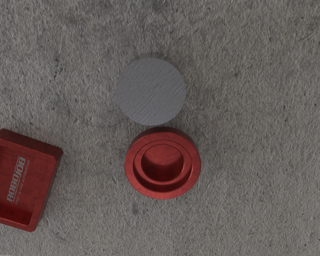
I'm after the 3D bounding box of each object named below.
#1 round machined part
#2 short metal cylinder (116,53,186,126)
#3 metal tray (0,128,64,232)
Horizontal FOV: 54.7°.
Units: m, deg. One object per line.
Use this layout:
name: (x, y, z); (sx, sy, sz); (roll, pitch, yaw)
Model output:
round machined part: (0.004, 0.043, 0.417); (0.099, 0.042, 0.097); (0, 110, 0)
short metal cylinder: (-0.010, -0.049, 0.378); (0.081, 0.050, 0.079); (0, 110, 0)
metal tray: (-0.199, 0.075, 0.432); (0.090, 0.030, 0.129); (21, 109, -8)
